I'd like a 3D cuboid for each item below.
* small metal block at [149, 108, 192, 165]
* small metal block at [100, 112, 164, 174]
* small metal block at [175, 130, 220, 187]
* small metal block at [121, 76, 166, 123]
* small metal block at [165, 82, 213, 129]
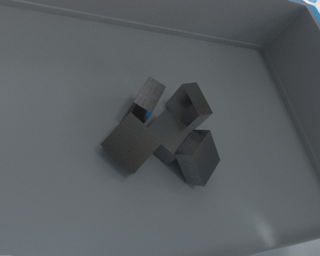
[{"bbox_3d":[0.009,0.011,0.402,0.050,0.025,0.050,41,51,-1],"label":"small metal block"},{"bbox_3d":[-0.032,0.018,0.362,0.050,0.025,0.050,42,84,0],"label":"small metal block"},{"bbox_3d":[0.049,0.037,0.392,0.050,0.025,0.050,-49,127,-40],"label":"small metal block"},{"bbox_3d":[-0.022,-0.030,0.394,0.025,0.050,0.050,32,51,-8],"label":"small metal block"},{"bbox_3d":[0.039,-0.027,0.426,0.025,0.050,0.050,-12,68,-34],"label":"small metal block"}]
